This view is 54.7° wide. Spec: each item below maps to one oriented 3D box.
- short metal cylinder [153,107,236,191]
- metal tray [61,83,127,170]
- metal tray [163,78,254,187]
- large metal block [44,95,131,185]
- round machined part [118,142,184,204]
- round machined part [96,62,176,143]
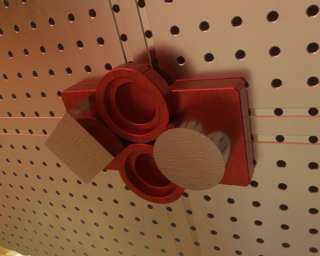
[{"bbox_3d":[0.040,0.023,0.348,0.080,0.050,0.079,13,124,21],"label":"short metal cylinder"},{"bbox_3d":[-0.080,0.000,0.450,0.090,0.030,0.129,0,119,27],"label":"metal tray"},{"bbox_3d":[0.061,0.007,0.378,0.090,0.030,0.129,1,119,28],"label":"metal tray"},{"bbox_3d":[-0.096,0.017,0.417,0.080,0.050,0.080,45,129,-3],"label":"large metal block"},{"bbox_3d":[-0.005,0.052,0.423,0.098,0.042,0.097,13,124,21],"label":"round machined part"},{"bbox_3d":[-0.026,-0.034,0.381,0.098,0.042,0.097,13,124,21],"label":"round machined part"}]
